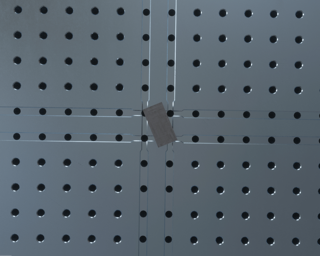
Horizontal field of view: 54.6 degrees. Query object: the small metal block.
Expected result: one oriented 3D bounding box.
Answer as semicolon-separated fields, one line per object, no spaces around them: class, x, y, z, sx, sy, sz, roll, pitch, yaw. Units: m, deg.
small metal block;0.000;-0.004;0.401;0.025;0.050;0.050;-22;91;0
